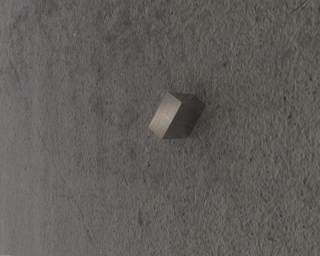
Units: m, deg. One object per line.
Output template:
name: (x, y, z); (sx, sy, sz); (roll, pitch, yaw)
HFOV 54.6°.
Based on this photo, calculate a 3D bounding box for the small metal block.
small metal block: (0.021, -0.014, 0.372); (0.025, 0.050, 0.050); (42, 116, 32)
